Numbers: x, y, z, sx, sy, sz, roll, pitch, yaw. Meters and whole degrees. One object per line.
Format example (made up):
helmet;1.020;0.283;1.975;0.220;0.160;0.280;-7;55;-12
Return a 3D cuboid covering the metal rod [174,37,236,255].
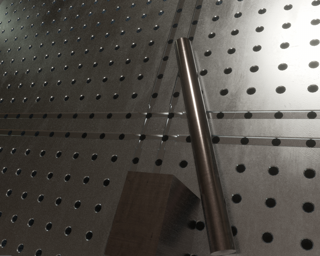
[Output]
metal rod;0.048;-0.003;0.383;0.025;0.025;0.299;-18;55;17

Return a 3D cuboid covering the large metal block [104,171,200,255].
large metal block;-0.002;0.097;0.314;0.050;0.080;0.080;0;62;28
